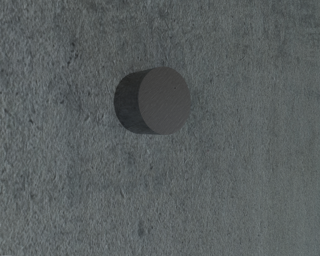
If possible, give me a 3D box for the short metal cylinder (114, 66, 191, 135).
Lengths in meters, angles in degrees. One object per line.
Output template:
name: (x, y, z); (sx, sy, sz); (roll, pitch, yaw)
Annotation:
short metal cylinder: (-0.009, -0.032, 0.380); (0.081, 0.050, 0.080); (0, 90, -40)
